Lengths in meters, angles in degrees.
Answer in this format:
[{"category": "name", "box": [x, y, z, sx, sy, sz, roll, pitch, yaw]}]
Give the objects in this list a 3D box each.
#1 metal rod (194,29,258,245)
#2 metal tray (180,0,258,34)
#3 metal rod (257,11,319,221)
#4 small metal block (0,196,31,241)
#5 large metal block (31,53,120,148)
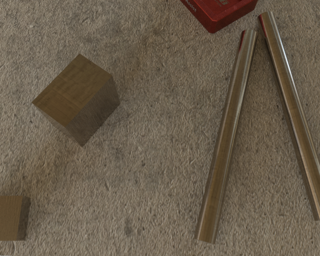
[{"category": "metal rod", "box": [0.092, -0.003, 0.410, 0.025, 0.025, 0.299, 15, 70, 5]}, {"category": "metal tray", "box": [0.078, -0.221, 0.486, 0.090, 0.030, 0.130, -33, 74, -12]}, {"category": "metal rod", "box": [0.180, -0.030, 0.421, 0.025, 0.025, 0.299, -7, 70, -3]}, {"category": "small metal block", "box": [-0.186, 0.107, 0.367, 0.050, 0.025, 0.050, 0, 70, -1]}, {"category": "large metal block", "box": [-0.099, -0.031, 0.389, 0.050, 0.080, 0.080, 35, 74, 11]}]
